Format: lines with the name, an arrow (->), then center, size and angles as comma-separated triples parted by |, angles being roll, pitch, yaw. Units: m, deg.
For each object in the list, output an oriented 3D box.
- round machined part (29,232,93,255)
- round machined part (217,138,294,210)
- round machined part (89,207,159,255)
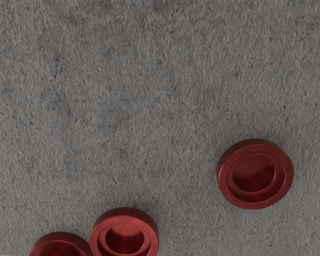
round machined part -> -0.155, 0.214, 0.478 | 0.099, 0.042, 0.097 | 0, 110, 0
round machined part -> 0.126, 0.059, 0.423 | 0.099, 0.042, 0.097 | 0, 110, 0
round machined part -> -0.051, 0.158, 0.458 | 0.099, 0.042, 0.097 | 0, 110, 0
